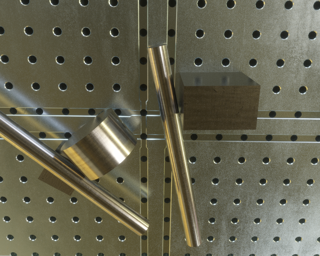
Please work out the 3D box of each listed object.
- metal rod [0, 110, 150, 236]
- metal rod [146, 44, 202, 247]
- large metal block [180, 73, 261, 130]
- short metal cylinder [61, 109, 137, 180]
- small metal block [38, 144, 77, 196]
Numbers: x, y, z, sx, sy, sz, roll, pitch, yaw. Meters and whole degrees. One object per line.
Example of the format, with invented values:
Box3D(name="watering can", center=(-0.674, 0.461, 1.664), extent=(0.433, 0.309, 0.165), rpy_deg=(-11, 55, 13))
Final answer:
Box3D(name="metal rod", center=(-0.135, 0.047, 0.402), extent=(0.300, 0.025, 0.025), rpy_deg=(40, 105, -13))
Box3D(name="metal rod", center=(0.025, 0.038, 0.427), extent=(0.025, 0.025, 0.298), rpy_deg=(-11, 110, 4))
Box3D(name="large metal block", center=(0.066, -0.035, 0.372), extent=(0.081, 0.080, 0.050), rpy_deg=(0, 110, 0))
Box3D(name="short metal cylinder", center=(-0.076, 0.020, 0.391), extent=(0.080, 0.080, 0.050), rpy_deg=(-34, 107, 11))
Box3D(name="small metal block", center=(-0.133, 0.059, 0.434), extent=(0.050, 0.025, 0.050), rpy_deg=(32, 107, -11))
